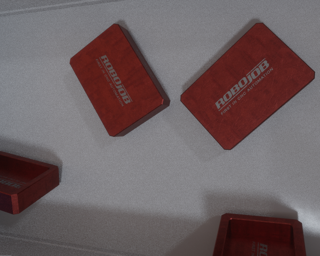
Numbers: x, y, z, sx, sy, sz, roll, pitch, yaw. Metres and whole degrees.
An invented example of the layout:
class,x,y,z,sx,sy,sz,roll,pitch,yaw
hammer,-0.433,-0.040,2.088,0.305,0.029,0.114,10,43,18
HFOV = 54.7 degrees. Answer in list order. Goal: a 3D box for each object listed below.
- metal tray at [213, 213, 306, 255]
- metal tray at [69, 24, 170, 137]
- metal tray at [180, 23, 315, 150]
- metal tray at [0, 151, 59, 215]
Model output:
class,x,y,z,sx,sy,sz,roll,pitch,yaw
metal tray,0.101,0.143,0.318,0.090,0.131,0.030,0,112,20
metal tray,-0.057,-0.064,0.427,0.090,0.030,0.130,-33,80,16
metal tray,0.101,-0.047,0.372,0.130,0.030,0.090,-43,77,14
metal tray,-0.227,0.073,0.450,0.130,0.090,0.030,11,111,18
